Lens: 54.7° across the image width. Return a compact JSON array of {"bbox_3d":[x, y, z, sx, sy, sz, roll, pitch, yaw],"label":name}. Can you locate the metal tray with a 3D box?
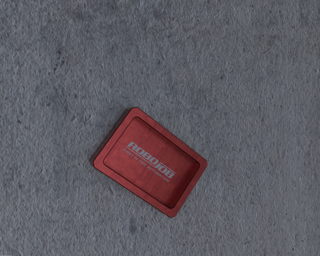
[{"bbox_3d":[-0.012,0.045,0.404,0.130,0.030,0.090,38,78,-17],"label":"metal tray"}]
